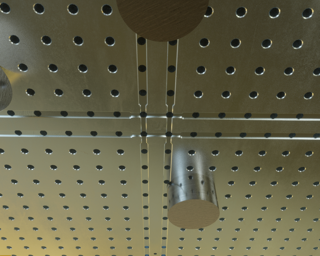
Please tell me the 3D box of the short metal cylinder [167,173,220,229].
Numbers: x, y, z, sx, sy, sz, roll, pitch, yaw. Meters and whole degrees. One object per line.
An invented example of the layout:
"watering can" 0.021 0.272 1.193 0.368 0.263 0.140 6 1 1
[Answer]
"short metal cylinder" 0.052 0.118 0.496 0.081 0.050 0.079 0 130 0

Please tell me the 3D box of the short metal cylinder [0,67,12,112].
"short metal cylinder" -0.214 -0.042 0.338 0.050 0.080 0.080 -28 125 22

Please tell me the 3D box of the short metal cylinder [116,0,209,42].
"short metal cylinder" 0.002 -0.128 0.286 0.081 0.050 0.079 0 130 0
